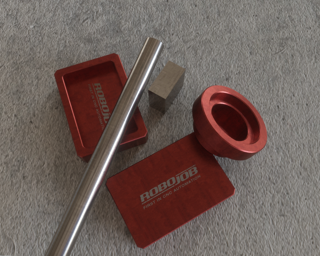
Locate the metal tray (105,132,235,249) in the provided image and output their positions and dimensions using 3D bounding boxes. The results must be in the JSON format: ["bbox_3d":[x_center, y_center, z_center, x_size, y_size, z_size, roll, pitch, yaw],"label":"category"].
[{"bbox_3d":[0.012,0.074,0.379,0.131,0.030,0.090,-28,73,-10],"label":"metal tray"}]

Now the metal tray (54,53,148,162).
[{"bbox_3d":[-0.079,-0.029,0.415,0.091,0.030,0.130,-19,71,-7],"label":"metal tray"}]

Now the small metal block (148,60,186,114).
[{"bbox_3d":[0.009,-0.053,0.414,0.025,0.050,0.050,30,73,10],"label":"small metal block"}]

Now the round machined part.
[{"bbox_3d":[0.081,-0.002,0.385,0.099,0.042,0.098,19,48,-22],"label":"round machined part"}]

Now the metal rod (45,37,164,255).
[{"bbox_3d":[-0.064,0.027,0.365,0.025,0.025,0.299,22,79,7],"label":"metal rod"}]
